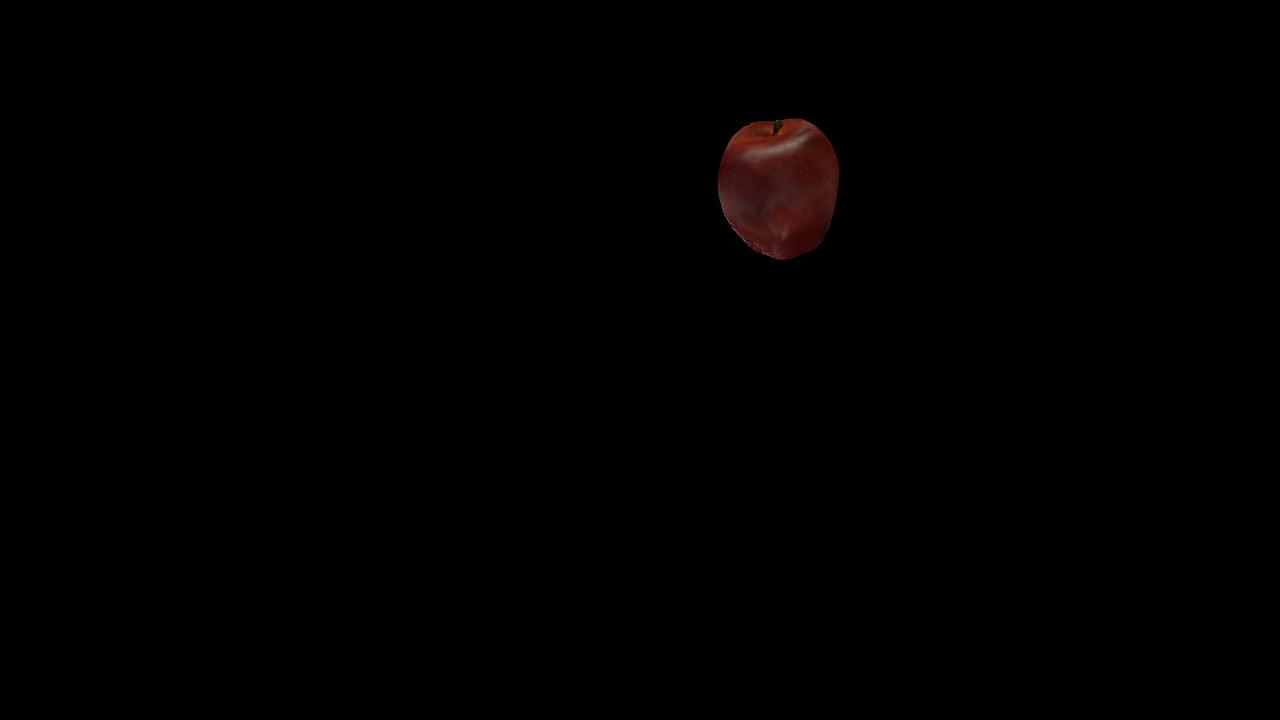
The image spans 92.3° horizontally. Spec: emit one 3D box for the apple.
[{"bbox_3d":[0.091,-0.113,0.405,0.079,0.093,0.079,-10,40,9],"label":"apple"}]
